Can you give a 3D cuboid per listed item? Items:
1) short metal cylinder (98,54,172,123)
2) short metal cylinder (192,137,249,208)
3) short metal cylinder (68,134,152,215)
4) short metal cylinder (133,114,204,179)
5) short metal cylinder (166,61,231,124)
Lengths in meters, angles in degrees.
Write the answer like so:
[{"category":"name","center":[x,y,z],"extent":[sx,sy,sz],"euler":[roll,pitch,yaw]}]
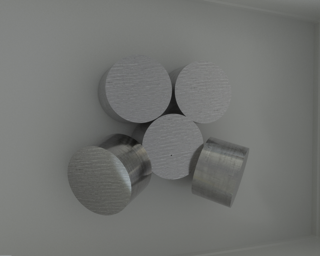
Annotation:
[{"category":"short metal cylinder","center":[-0.032,-0.046,0.383],"extent":[0.081,0.050,0.079],"euler":[0,90,-21]},{"category":"short metal cylinder","center":[0.080,0.057,0.404],"extent":[0.050,0.080,0.080],"euler":[17,83,20]},{"category":"short metal cylinder","center":[-0.056,0.051,0.354],"extent":[0.050,0.080,0.080],"euler":[-32,105,-63]},{"category":"short metal cylinder","center":[0.008,0.022,0.398],"extent":[0.081,0.050,0.079],"euler":[0,90,-21]},{"category":"short metal cylinder","center":[0.047,-0.046,0.414],"extent":[0.081,0.050,0.079],"euler":[0,90,-21]}]
